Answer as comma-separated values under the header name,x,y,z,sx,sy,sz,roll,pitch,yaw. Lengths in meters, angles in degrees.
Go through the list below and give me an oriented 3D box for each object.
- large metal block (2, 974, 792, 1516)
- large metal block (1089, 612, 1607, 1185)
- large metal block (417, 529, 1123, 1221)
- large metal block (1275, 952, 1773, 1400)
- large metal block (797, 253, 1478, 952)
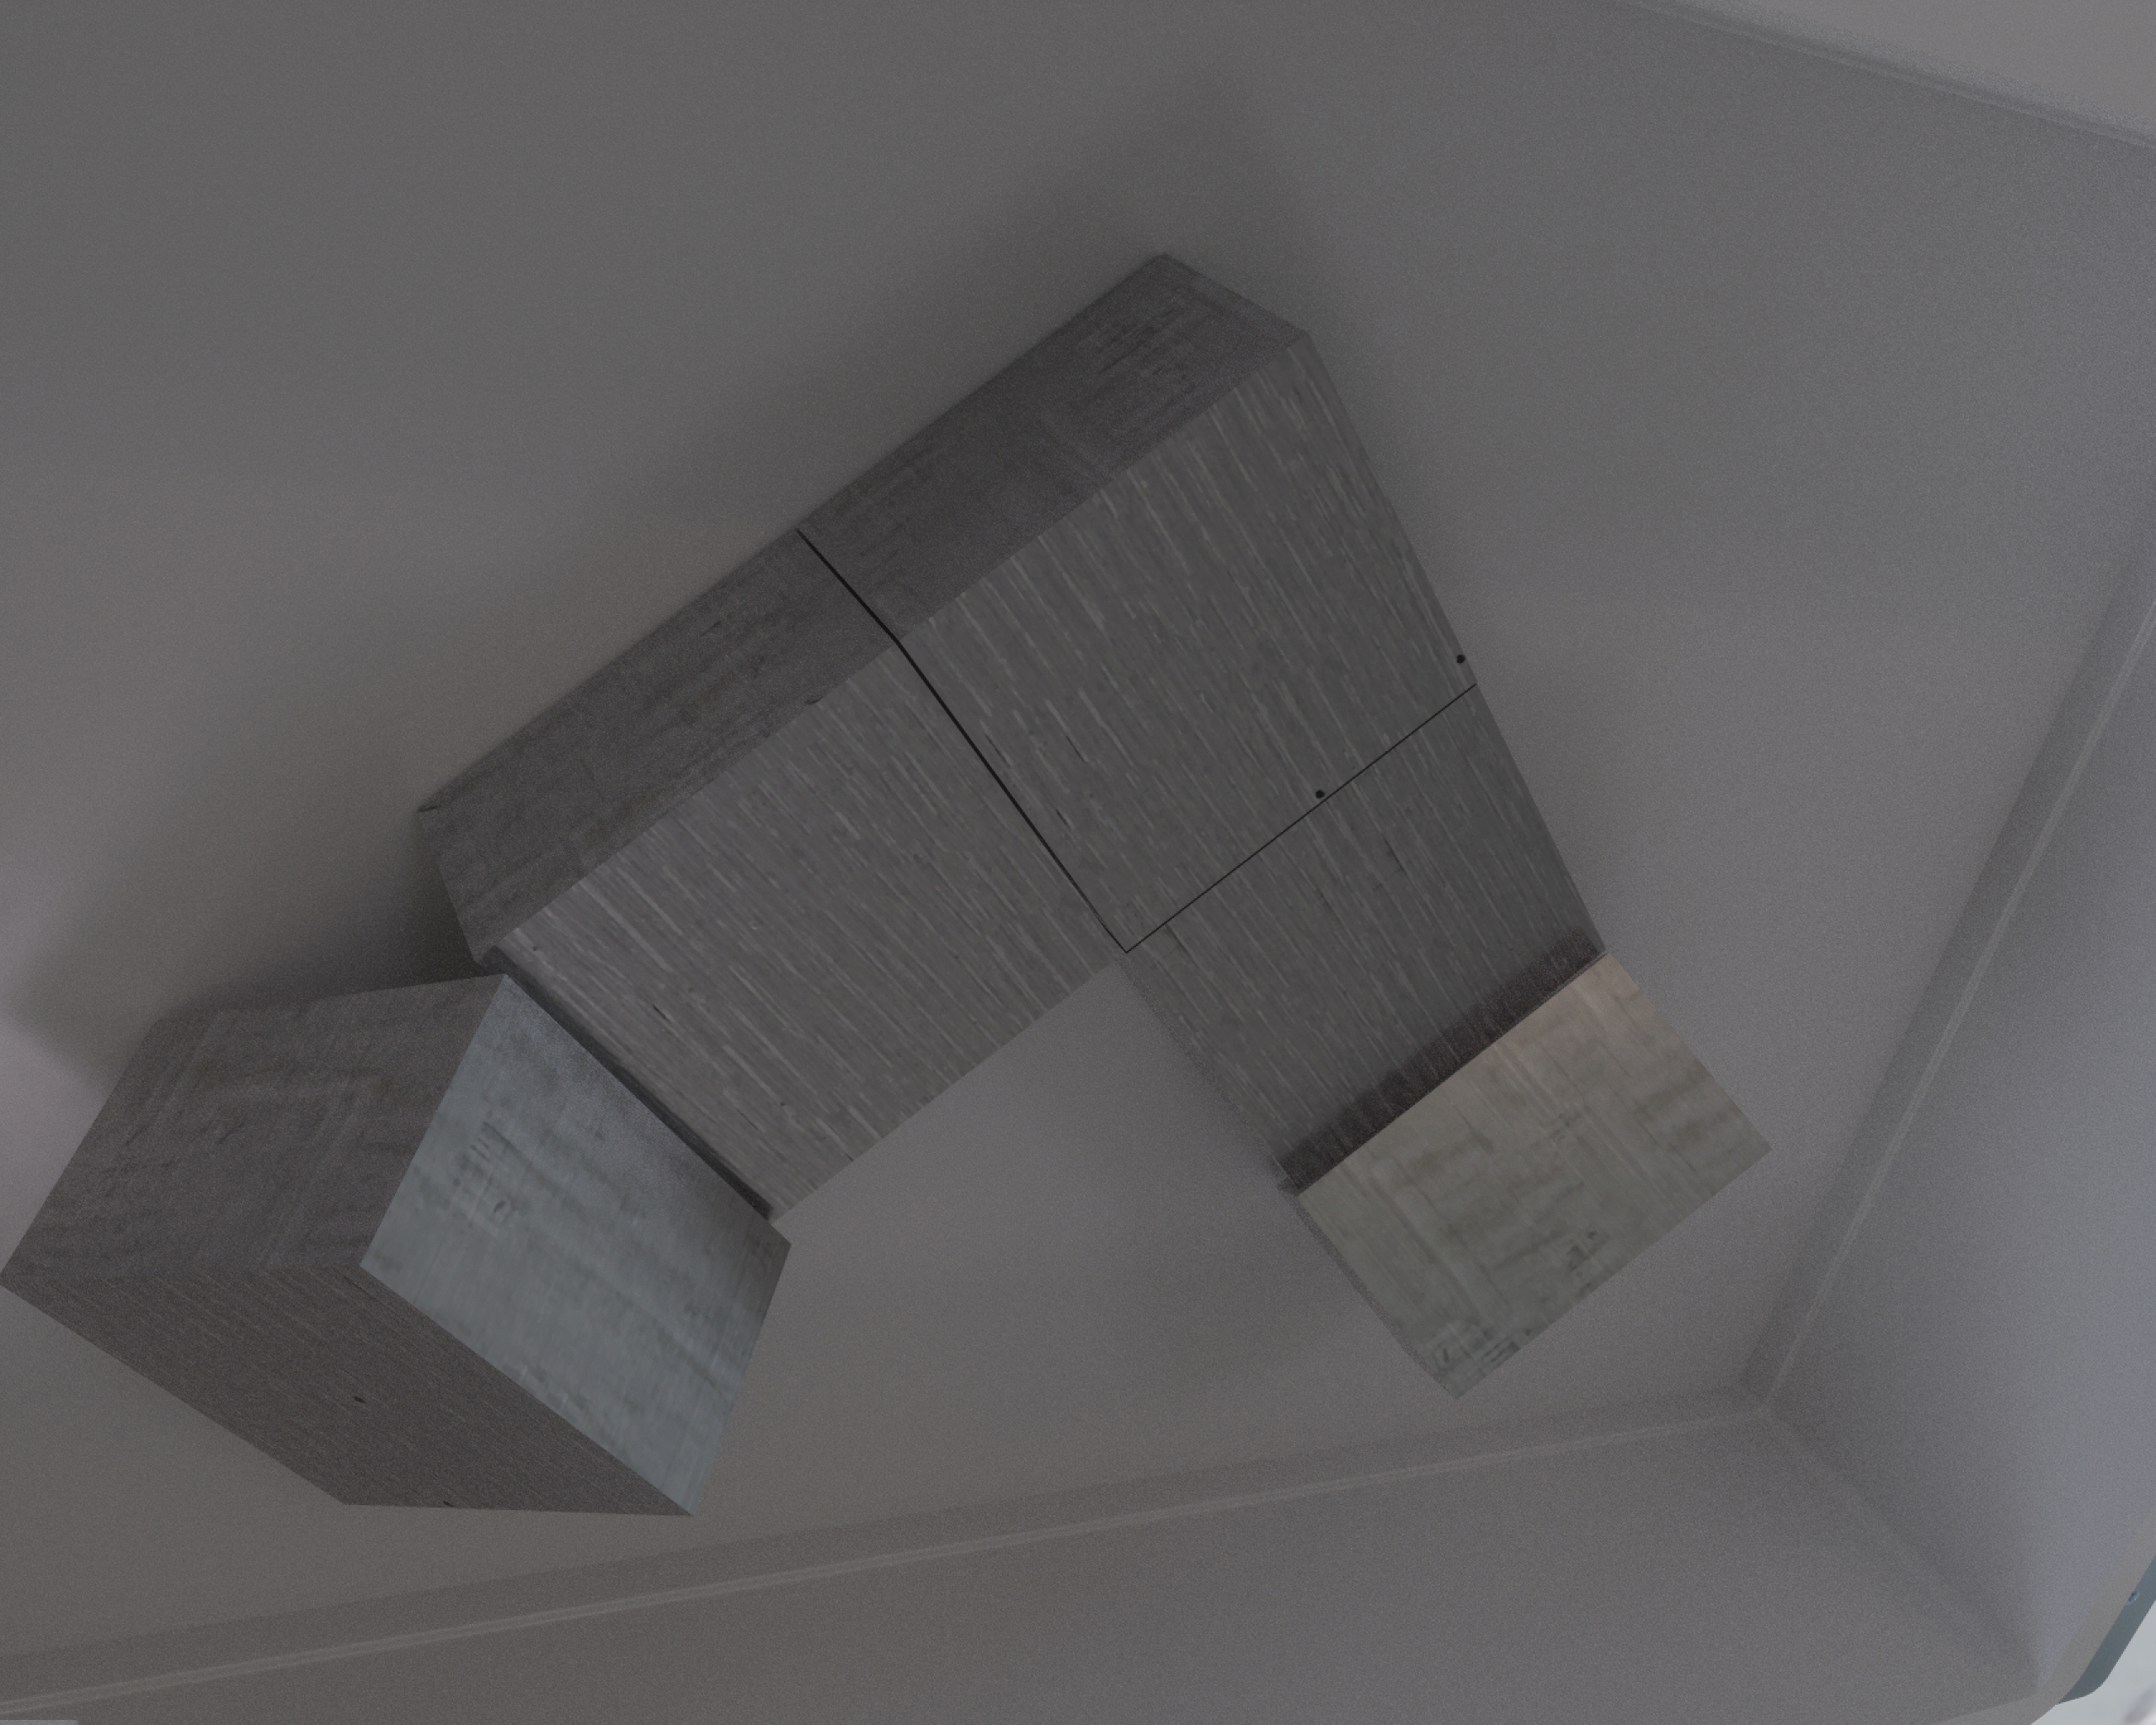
name,x,y,z,sx,sy,sz,roll,pitch,yaw
large metal block,-0.109,0.066,0.343,0.080,0.050,0.080,-8,137,29
large metal block,0.048,0.005,0.419,0.080,0.050,0.080,-38,129,-3
large metal block,-0.052,0.004,0.364,0.080,0.050,0.080,-38,129,-3
large metal block,0.092,0.067,0.454,0.080,0.050,0.080,-38,173,-3
large metal block,0.012,-0.045,0.368,0.080,0.050,0.080,-38,129,-3
